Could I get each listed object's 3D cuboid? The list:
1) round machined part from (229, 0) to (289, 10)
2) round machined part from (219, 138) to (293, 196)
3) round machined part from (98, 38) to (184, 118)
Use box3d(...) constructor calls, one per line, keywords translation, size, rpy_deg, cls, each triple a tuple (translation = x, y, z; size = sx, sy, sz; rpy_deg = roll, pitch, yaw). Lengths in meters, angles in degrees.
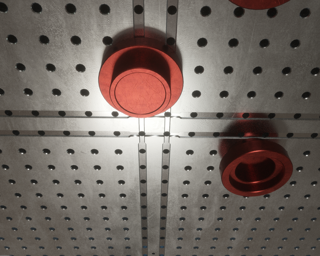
box3d(translation=(0.089, -0.158, 0.267), size=(0.099, 0.042, 0.097), rpy_deg=(0, 130, 0), cls="round machined part")
box3d(translation=(0.135, 0.052, 0.447), size=(0.099, 0.042, 0.097), rpy_deg=(-1, 130, 0), cls="round machined part")
box3d(translation=(-0.022, -0.050, 0.358), size=(0.099, 0.042, 0.097), rpy_deg=(-1, 130, 0), cls="round machined part")
